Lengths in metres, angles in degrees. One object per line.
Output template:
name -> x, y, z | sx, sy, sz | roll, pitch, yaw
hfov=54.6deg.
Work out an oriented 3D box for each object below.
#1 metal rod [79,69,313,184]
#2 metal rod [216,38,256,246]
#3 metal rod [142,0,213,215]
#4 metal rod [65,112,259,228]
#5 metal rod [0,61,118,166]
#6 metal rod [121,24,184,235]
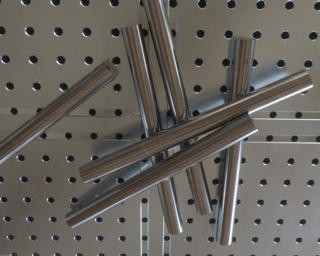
metal rod -> 0.037, 0.002, 0.386 | 0.301, 0.025, 0.025 | -24, 109, 8
metal rod -> 0.100, 0.033, 0.425 | 0.025, 0.025, 0.298 | 1, 110, 0
metal rod -> 0.029, -0.015, 0.407 | 0.025, 0.025, 0.299 | -14, 110, 5
metal rod -> -0.012, 0.065, 0.411 | 0.300, 0.025, 0.025 | -31, 108, 20
metal rod -> -0.182, 0.010, 0.415 | 0.300, 0.025, 0.025 | -35, 107, 12
metal rod -> -0.006, 0.016, 0.419 | 0.025, 0.025, 0.298 | -11, 110, 4
